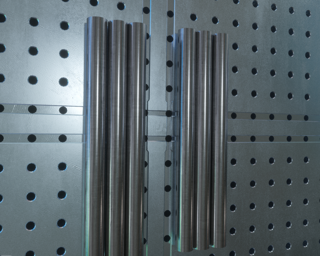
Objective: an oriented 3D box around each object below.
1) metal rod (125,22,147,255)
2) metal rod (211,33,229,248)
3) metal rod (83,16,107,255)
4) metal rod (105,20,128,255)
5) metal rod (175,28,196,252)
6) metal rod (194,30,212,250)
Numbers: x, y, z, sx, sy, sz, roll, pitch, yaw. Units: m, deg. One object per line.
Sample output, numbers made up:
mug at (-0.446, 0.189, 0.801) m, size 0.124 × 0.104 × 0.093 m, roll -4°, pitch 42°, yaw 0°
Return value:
metal rod at (-0.032, 0.017, 0.400) m, size 0.025 × 0.025 × 0.298 m, roll 1°, pitch 90°, yaw -20°
metal rod at (0.084, 0.017, 0.443) m, size 0.025 × 0.025 × 0.298 m, roll 1°, pitch 90°, yaw -20°
metal rod at (-0.080, 0.016, 0.382) m, size 0.025 × 0.025 × 0.298 m, roll 1°, pitch 90°, yaw -20°
metal rod at (-0.055, 0.017, 0.391) m, size 0.025 × 0.025 × 0.298 m, roll 1°, pitch 90°, yaw -20°
metal rod at (0.035, 0.016, 0.425) m, size 0.025 × 0.025 × 0.298 m, roll 1°, pitch 90°, yaw -20°
metal rod at (0.059, 0.017, 0.433) m, size 0.025 × 0.025 × 0.298 m, roll 1°, pitch 90°, yaw -20°
